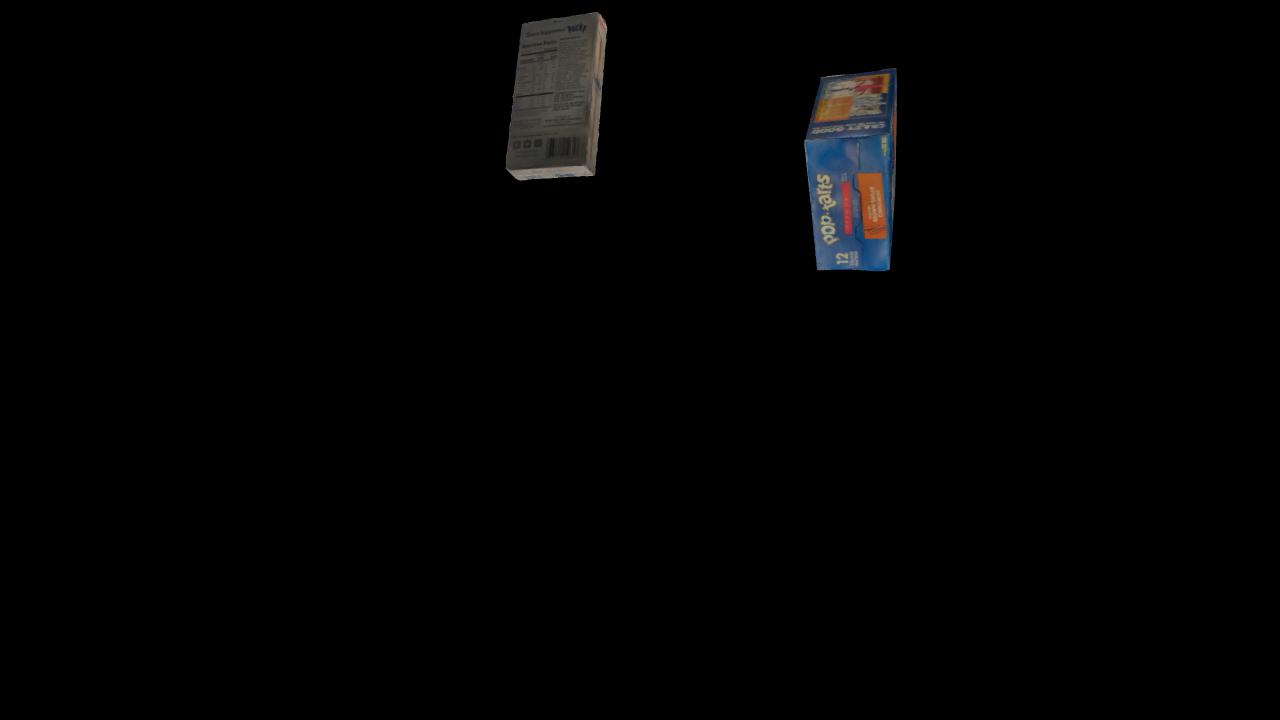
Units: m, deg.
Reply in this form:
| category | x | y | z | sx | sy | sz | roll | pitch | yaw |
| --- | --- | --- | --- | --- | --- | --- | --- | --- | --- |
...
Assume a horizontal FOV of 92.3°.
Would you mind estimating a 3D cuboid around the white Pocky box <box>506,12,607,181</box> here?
| category | x | y | z | sx | sy | sz | roll | pitch | yaw |
| --- | --- | --- | --- | --- | --- | --- | --- | --- | --- |
| white Pocky box | -0.079 | -0.250 | 0.587 | 0.084 | 0.154 | 0.028 | 2 | -8 | 17 |

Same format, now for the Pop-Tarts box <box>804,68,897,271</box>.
| category | x | y | z | sx | sy | sz | roll | pitch | yaw |
| --- | --- | --- | --- | --- | --- | --- | --- | --- | --- |
| Pop-Tarts box | 0.239 | -0.207 | 0.683 | 0.083 | 0.141 | 0.167 | 2 | -42 | 24 |
